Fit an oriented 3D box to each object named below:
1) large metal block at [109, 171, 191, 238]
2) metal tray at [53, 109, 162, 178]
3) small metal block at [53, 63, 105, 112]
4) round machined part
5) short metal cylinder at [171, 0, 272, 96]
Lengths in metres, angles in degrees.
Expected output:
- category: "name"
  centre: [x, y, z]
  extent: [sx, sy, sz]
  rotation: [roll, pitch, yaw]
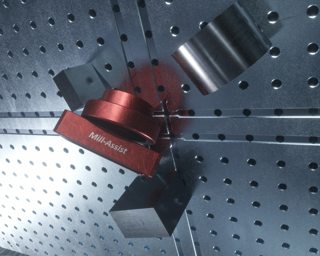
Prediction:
- category: "large metal block"
  centre: [-0.012, 0.111, 0.451]
  extent: [0.080, 0.080, 0.050]
  rotation: [-15, 111, 34]
- category: "metal tray"
  centre: [-0.066, 0.025, 0.410]
  extent: [0.131, 0.030, 0.090]
  rotation: [26, 168, -2]
- category: "small metal block"
  centre: [-0.104, -0.055, 0.412]
  extent: [0.025, 0.050, 0.050]
  rotation: [-26, 96, 37]
- category: "round machined part"
  centre: [-0.046, -0.016, 0.393]
  extent: [0.098, 0.042, 0.098]
  rotation: [18, 167, 5]
- category: "short metal cylinder"
  centre: [0.058, -0.076, 0.298]
  extent: [0.080, 0.080, 0.050]
  rotation: [-33, 100, 38]
